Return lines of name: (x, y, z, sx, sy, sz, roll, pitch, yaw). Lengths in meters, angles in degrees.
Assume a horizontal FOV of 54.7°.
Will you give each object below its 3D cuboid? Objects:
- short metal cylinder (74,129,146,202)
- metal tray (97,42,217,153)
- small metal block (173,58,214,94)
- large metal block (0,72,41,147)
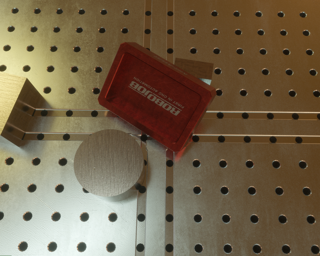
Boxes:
short metal cylinder: (-0.059, 0.047, 0.381, 0.081, 0.050, 0.080, 0, 70, 0)
metal tray: (-0.007, -0.040, 0.396, 0.130, 0.030, 0.089, 32, 113, 11)
small metal block: (0.043, -0.068, 0.423, 0.050, 0.050, 0.025, 9, 70, 3)
large metal block: (-0.218, -0.029, 0.407, 0.080, 0.050, 0.080, 14, 71, 5)
